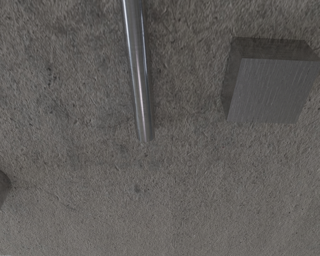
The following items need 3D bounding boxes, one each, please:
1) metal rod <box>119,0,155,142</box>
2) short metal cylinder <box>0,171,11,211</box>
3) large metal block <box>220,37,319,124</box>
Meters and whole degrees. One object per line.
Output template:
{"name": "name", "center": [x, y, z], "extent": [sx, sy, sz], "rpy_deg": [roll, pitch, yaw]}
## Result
{"name": "metal rod", "center": [-0.025, -0.103, 0.319], "extent": [0.025, 0.025, 0.298], "rpy_deg": [-2, 130, 1]}
{"name": "short metal cylinder", "center": [-0.278, 0.099, 0.472], "extent": [0.081, 0.050, 0.079], "rpy_deg": [0, 130, 0]}
{"name": "large metal block", "center": [0.118, -0.052, 0.348], "extent": [0.081, 0.050, 0.079], "rpy_deg": [2, 130, -2]}
